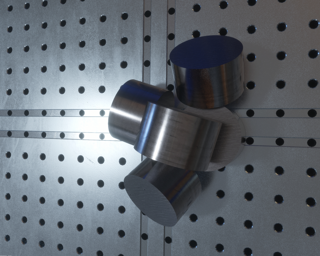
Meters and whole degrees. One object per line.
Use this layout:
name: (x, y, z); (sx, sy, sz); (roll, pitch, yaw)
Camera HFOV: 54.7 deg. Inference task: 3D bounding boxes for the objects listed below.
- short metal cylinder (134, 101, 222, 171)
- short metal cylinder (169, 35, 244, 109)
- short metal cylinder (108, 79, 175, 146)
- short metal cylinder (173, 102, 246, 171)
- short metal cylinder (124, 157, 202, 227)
short metal cylinder: (0.018, 0.007, 0.323); (0.080, 0.080, 0.050); (19, 96, 19)
short metal cylinder: (0.055, -0.066, 0.356); (0.080, 0.080, 0.050); (2, 131, 20)
short metal cylinder: (-0.022, -0.016, 0.391); (0.050, 0.080, 0.080); (20, 97, 19)
short metal cylinder: (0.061, 0.010, 0.377); (0.080, 0.050, 0.080); (0, 89, 20)
short metal cylinder: (0.003, 0.072, 0.376); (0.080, 0.050, 0.080); (29, 142, 26)
